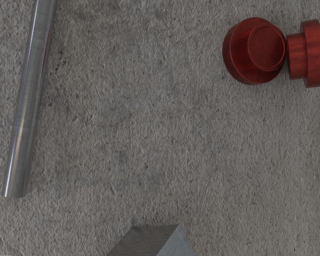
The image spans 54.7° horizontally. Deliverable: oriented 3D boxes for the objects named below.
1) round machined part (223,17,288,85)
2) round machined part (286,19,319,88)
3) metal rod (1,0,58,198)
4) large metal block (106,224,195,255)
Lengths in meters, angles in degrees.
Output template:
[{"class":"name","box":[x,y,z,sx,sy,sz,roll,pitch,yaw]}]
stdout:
[{"class":"round machined part","box":[0.145,-0.114,0.454,0.099,0.042,0.097,0,90,-20]},{"class":"round machined part","box":[0.213,-0.107,0.460,0.042,0.098,0.097,-5,93,21]},{"class":"metal rod","box":[-0.143,-0.072,0.356,0.025,0.025,0.298,9,87,-20]},{"class":"large metal block","box":[-0.017,0.159,0.358,0.080,0.080,0.050,-37,105,-51]}]
